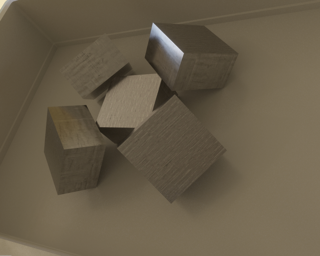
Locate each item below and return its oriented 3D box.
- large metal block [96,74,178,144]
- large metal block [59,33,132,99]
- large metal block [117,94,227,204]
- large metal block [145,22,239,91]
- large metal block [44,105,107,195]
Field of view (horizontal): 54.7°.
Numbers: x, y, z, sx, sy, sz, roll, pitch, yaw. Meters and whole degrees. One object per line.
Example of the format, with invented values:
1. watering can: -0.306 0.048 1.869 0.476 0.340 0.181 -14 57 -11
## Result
1. large metal block: -0.030 -0.024 0.417 0.080 0.050 0.080 1 62 28
2. large metal block: -0.090 -0.087 0.459 0.080 0.080 0.050 -39 94 2
3. large metal block: 0.011 0.021 0.341 0.080 0.050 0.080 -43 96 -3
4. large metal block: 0.038 -0.093 0.398 0.081 0.050 0.080 -7 43 -29
5. large metal block: -0.114 0.027 0.405 0.080 0.050 0.079 55 138 39
